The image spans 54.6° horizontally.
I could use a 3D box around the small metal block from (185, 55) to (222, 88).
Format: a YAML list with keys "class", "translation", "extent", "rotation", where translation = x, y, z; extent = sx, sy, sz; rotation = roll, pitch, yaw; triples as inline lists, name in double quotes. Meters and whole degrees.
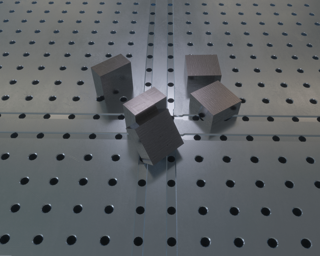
- class: "small metal block"
  translation: [0.066, -0.089, 0.483]
  extent: [0.050, 0.025, 0.050]
  rotation: [-1, 50, -1]

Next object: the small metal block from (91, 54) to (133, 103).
- class: "small metal block"
  translation: [-0.069, -0.073, 0.452]
  extent: [0.050, 0.050, 0.025]
  rotation: [-32, 57, -24]

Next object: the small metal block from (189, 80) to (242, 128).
- class: "small metal block"
  translation: [0.077, -0.035, 0.438]
  extent: [0.050, 0.025, 0.050]
  rotation: [-27, 55, -21]

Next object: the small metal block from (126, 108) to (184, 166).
- class: "small metal block"
  translation: [-0.006, 0.010, 0.380]
  extent: [0.050, 0.050, 0.025]
  rotation: [-34, 18, -25]

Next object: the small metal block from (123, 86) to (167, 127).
- class: "small metal block"
  translation: [-0.019, -0.019, 0.407]
  extent: [0.050, 0.050, 0.025]
  rotation: [-33, 57, -25]
